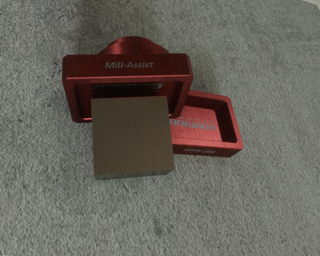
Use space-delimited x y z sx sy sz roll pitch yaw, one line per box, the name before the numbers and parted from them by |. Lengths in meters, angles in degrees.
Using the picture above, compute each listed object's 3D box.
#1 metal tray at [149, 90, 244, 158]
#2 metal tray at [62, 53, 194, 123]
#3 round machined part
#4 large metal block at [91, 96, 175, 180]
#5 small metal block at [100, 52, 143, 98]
metal tray | 0.048 -0.008 0.435 0.131 0.030 0.090 6 59 -25
metal tray | -0.036 -0.042 0.349 0.131 0.090 0.030 -3 63 -9
round machined part | -0.032 -0.071 0.372 0.099 0.097 0.042 6 59 -26
large metal block | -0.032 0.012 0.342 0.081 0.050 0.080 -3 75 -10
small metal block | -0.053 -0.071 0.422 0.050 0.025 0.050 6 59 -25
